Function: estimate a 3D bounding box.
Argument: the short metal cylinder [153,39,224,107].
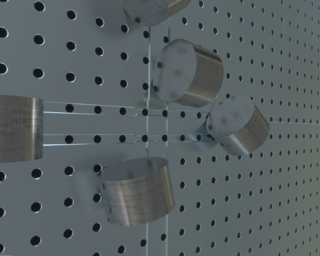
[{"bbox_3d":[0.035,-0.070,0.405,0.050,0.080,0.080,9,84,-40],"label":"short metal cylinder"}]

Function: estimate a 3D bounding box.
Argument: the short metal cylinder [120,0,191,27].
[{"bbox_3d":[-0.007,-0.169,0.369,0.050,0.080,0.080,-43,116,-32],"label":"short metal cylinder"}]

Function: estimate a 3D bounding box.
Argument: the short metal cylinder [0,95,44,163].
[{"bbox_3d":[-0.140,0.000,0.257,0.081,0.080,0.050,1,90,-40],"label":"short metal cylinder"}]

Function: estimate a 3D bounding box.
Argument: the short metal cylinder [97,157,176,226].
[{"bbox_3d":[-0.026,0.069,0.353,0.081,0.080,0.050,-18,102,-39],"label":"short metal cylinder"}]

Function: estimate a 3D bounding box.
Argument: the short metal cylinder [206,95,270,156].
[{"bbox_3d":[0.119,-0.004,0.476,0.050,0.080,0.080,44,63,-31],"label":"short metal cylinder"}]
